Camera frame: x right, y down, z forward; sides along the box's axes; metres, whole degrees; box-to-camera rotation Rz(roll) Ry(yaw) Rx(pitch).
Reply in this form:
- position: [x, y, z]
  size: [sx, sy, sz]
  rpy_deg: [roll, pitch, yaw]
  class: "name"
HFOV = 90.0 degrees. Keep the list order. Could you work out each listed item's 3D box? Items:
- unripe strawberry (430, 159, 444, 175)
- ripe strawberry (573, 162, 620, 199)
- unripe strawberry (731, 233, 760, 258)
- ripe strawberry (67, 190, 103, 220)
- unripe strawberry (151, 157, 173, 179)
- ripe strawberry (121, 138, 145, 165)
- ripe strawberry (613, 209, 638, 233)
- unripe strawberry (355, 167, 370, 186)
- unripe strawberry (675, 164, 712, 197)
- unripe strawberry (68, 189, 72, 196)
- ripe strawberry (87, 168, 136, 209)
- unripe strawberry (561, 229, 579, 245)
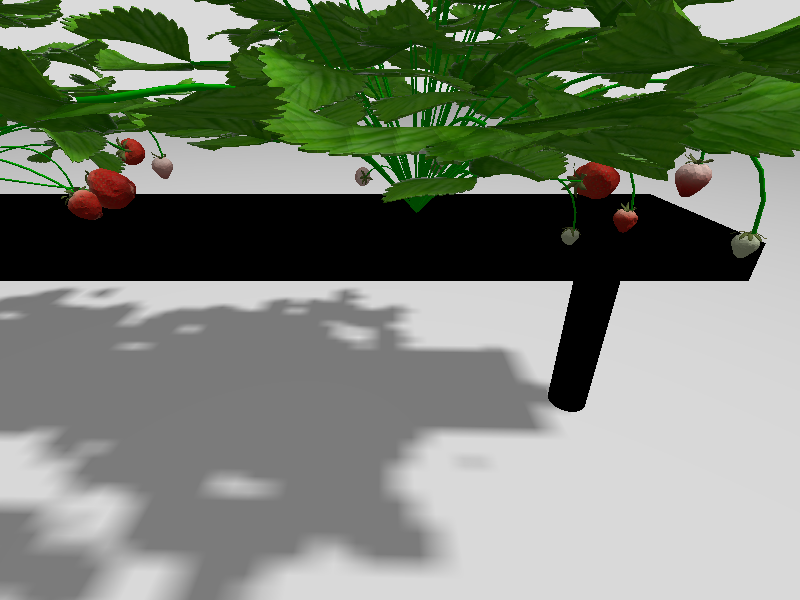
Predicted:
- position: [0.046, -0.165, 0.498]
  size: [0.021, 0.019, 0.019]
  rpy_deg: [5, 1, 9]
  class: "unripe strawberry"
- position: [0.191, -0.117, 0.386]
  size: [0.042, 0.036, 0.042]
  rpy_deg: [-6, 29, -13]
  class: "ripe strawberry"
- position: [0.212, -0.033, 0.246]
  size: [0.013, 0.015, 0.015]
  rpy_deg: [16, 32, 27]
  class: "unripe strawberry"
- position: [-0.255, -0.076, 0.326]
  size: [0.024, 0.023, 0.022]
  rpy_deg: [-30, 19, 22]
  class: "ripe strawberry"
- position: [-0.285, -0.159, 0.481]
  size: [0.021, 0.025, 0.025]
  rpy_deg: [-25, 37, -38]
  class: "unripe strawberry"
- position: [-0.371, -0.206, 0.558]
  size: [0.031, 0.035, 0.033]
  rpy_deg: [7, 10, 13]
  class: "ripe strawberry"
- position: [0.166, -0.058, 0.296]
  size: [0.016, 0.016, 0.018]
  rpy_deg: [11, 30, 19]
  class: "ripe strawberry"
- position: [-0.042, -0.137, 0.444]
  size: [0.017, 0.020, 0.019]
  rpy_deg: [-14, 26, -25]
  class: "unripe strawberry"
- position: [0.275, -0.113, 0.378]
  size: [0.030, 0.031, 0.029]
  rpy_deg: [-4, 28, -7]
  class: "unripe strawberry"
- position: [-0.292, -0.095, 0.359]
  size: [0.010, 0.010, 0.009]
  rpy_deg: [-2, 28, -4]
  class: "unripe strawberry"
- position: [-0.254, -0.098, 0.354]
  size: [0.034, 0.035, 0.031]
  rpy_deg: [-1, 28, -3]
  class: "ripe strawberry"
- position: [0.117, -0.043, 0.275]
  size: [0.011, 0.011, 0.011]
  rpy_deg: [22, 35, 35]
  class: "unripe strawberry"
